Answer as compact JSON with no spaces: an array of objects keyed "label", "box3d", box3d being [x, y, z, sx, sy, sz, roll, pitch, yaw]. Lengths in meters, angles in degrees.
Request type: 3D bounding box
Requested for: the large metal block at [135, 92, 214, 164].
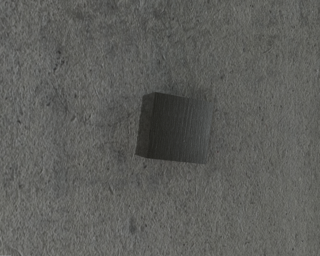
[{"label":"large metal block","box3d":[0.018,0.001,0.405,0.081,0.050,0.080,8,87,-20]}]
